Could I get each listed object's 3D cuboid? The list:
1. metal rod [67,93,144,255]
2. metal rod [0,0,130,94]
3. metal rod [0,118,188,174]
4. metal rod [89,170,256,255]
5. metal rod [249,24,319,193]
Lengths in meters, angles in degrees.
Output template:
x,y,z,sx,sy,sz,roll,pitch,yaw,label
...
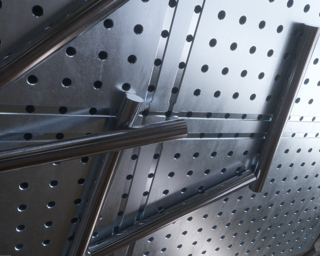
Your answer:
x,y,z,sx,sy,sz,roll,pitch,yaw,label
-0.085,0.093,0.423,0.025,0.025,0.298,9,114,-33,metal rod
-0.157,-0.046,0.297,0.301,0.025,0.025,-37,130,-4,metal rod
-0.114,0.026,0.344,0.302,0.025,0.025,-10,123,-16,metal rod
0.030,0.140,0.516,0.302,0.025,0.025,-22,127,-16,metal rod
0.199,-0.017,0.512,0.025,0.025,0.298,-6,121,-26,metal rod
